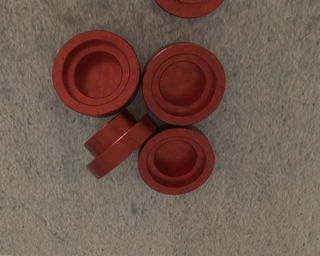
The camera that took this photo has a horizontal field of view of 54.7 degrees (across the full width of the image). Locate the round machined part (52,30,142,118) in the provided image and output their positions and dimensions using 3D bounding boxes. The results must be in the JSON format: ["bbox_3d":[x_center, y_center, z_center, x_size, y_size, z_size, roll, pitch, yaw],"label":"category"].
[{"bbox_3d":[-0.070,-0.060,0.364,0.099,0.042,0.097,0,84,3],"label":"round machined part"}]

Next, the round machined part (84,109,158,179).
[{"bbox_3d":[-0.053,0.014,0.376,0.098,0.098,0.042,-40,95,13],"label":"round machined part"}]

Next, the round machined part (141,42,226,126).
[{"bbox_3d":[0.026,-0.055,0.377,0.099,0.042,0.097,-3,112,-7],"label":"round machined part"}]

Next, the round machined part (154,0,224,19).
[{"bbox_3d":[0.033,-0.171,0.338,0.099,0.042,0.097,0,110,-1],"label":"round machined part"}]

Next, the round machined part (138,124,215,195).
[{"bbox_3d":[0.020,0.037,0.412,0.099,0.042,0.097,-2,113,-3],"label":"round machined part"}]
